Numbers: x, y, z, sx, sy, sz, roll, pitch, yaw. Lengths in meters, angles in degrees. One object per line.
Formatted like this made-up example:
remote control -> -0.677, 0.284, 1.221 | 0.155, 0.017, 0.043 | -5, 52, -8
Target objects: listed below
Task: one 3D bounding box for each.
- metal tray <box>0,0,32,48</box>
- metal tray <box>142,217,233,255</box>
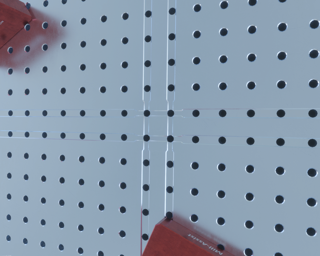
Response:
metal tray -> -0.277, -0.155, 0.477 | 0.130, 0.090, 0.030 | -33, 79, 17
metal tray -> 0.039, 0.187, 0.396 | 0.130, 0.030, 0.090 | 26, 98, 18
